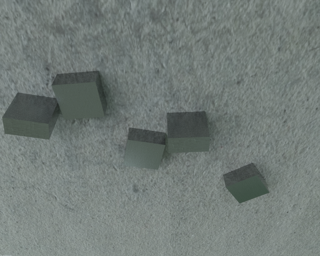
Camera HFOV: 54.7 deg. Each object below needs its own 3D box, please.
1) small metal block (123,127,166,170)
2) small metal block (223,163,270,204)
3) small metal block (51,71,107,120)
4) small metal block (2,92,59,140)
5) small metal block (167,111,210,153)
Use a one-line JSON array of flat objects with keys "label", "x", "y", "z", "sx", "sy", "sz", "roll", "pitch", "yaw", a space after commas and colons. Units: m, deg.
[{"label": "small metal block", "x": -0.022, "y": 0.029, "z": 0.432, "sx": 0.050, "sy": 0.025, "sz": 0.050, "roll": 9, "pitch": 130, "yaw": -8}, {"label": "small metal block", "x": 0.135, "y": 0.087, "z": 0.483, "sx": 0.050, "sy": 0.025, "sz": 0.050, "roll": -27, "pitch": 125, "yaw": 21}, {"label": "small metal block", "x": -0.095, "y": -0.039, "z": 0.373, "sx": 0.050, "sy": 0.025, "sz": 0.050, "roll": -4, "pitch": 130, "yaw": 3}, {"label": "small metal block", "x": -0.154, "y": -0.015, "z": 0.376, "sx": 0.050, "sy": 0.050, "sz": 0.025, "roll": 8, "pitch": 130, "yaw": -8}, {"label": "small metal block", "x": 0.035, "y": 0.005, "z": 0.395, "sx": 0.050, "sy": 0.050, "sz": 0.025, "roll": -2, "pitch": 130, "yaw": 1}]
